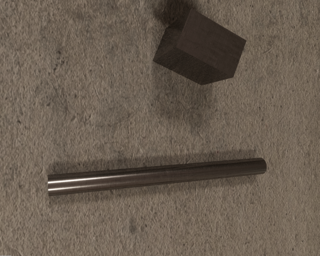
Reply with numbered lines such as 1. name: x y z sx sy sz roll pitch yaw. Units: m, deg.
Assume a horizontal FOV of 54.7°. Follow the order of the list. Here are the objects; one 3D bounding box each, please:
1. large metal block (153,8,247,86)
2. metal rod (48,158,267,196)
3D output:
1. large metal block: 0.048 -0.099 0.398 0.080 0.080 0.050 23 82 -19
2. metal rod: 0.011 0.062 0.414 0.303 0.025 0.025 -2 91 -21
